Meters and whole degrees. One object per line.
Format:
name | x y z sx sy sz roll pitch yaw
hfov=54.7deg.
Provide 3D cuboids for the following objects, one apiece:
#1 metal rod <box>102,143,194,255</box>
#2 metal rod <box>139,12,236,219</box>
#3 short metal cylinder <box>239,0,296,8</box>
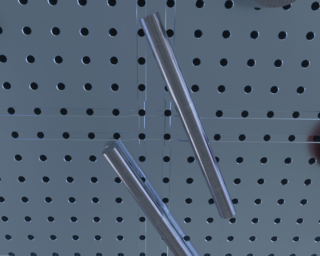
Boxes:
metal rod | 0.006 0.149 0.468 0.025 0.025 0.299 -29 108 10
metal rod | 0.044 -0.003 0.413 0.025 0.025 0.299 -21 109 7
short metal cylinder | 0.121 -0.174 0.338 0.081 0.050 0.079 0 110 -1
